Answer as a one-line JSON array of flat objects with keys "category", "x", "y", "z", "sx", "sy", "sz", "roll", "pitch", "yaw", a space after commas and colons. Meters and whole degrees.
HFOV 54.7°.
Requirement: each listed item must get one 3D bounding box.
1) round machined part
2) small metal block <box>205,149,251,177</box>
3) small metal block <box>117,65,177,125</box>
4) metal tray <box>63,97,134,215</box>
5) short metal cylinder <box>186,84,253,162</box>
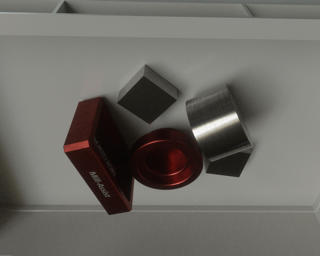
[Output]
[{"category": "round machined part", "x": 0.008, "y": 0.038, "z": 0.427, "sx": 0.099, "sy": 0.042, "sz": 0.097, "roll": -1, "pitch": 130, "yaw": 0}, {"category": "small metal block", "x": 0.095, "y": 0.042, "z": 0.444, "sx": 0.050, "sy": 0.025, "sz": 0.050, "roll": 8, "pitch": 129, "yaw": -6}, {"category": "small metal block", "x": -0.015, "y": -0.039, "z": 0.373, "sx": 0.050, "sy": 0.025, "sz": 0.050, "roll": 34, "pitch": 123, "yaw": -24}, {"category": "metal tray", "x": -0.069, "y": 0.037, "z": 0.395, "sx": 0.030, "sy": 0.090, "sz": 0.129, "roll": -13, "pitch": 129, "yaw": 11}, {"category": "short metal cylinder", "x": 0.071, "y": -0.006, "z": 0.367, "sx": 0.050, "sy": 0.080, "sz": 0.080, "roll": -23, "pitch": 127, "yaw": 18}]
